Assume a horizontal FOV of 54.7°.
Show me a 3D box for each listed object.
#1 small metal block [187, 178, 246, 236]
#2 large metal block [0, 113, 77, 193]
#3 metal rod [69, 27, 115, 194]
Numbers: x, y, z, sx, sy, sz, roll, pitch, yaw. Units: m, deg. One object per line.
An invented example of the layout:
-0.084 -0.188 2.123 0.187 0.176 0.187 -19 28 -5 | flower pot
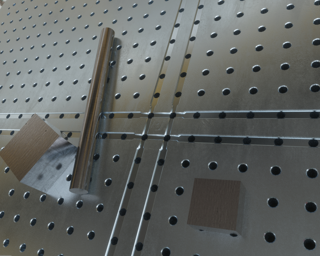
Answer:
0.060 0.082 0.326 0.050 0.025 0.050 -1 61 27 | small metal block
-0.179 0.036 0.464 0.080 0.050 0.080 32 80 38 | large metal block
-0.102 -0.045 0.488 0.025 0.025 0.299 -11 57 22 | metal rod
